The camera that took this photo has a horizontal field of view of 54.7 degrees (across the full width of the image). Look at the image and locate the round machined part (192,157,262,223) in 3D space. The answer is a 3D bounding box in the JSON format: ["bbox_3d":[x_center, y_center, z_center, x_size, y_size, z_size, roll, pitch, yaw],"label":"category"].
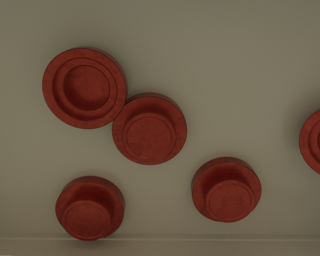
[{"bbox_3d":[0.095,0.094,0.438,0.099,0.042,0.097,0,110,-1],"label":"round machined part"}]

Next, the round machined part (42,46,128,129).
[{"bbox_3d":[-0.088,-0.051,0.382,0.099,0.042,0.097,0,110,-1],"label":"round machined part"}]

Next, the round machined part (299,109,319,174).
[{"bbox_3d":[0.234,0.016,0.396,0.098,0.042,0.097,7,104,31],"label":"round machined part"}]

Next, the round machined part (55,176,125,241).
[{"bbox_3d":[-0.102,0.122,0.446,0.099,0.042,0.097,0,110,-1],"label":"round machined part"}]

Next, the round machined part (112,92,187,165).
[{"bbox_3d":[-0.014,0.006,0.404,0.099,0.042,0.097,0,110,-1],"label":"round machined part"}]
